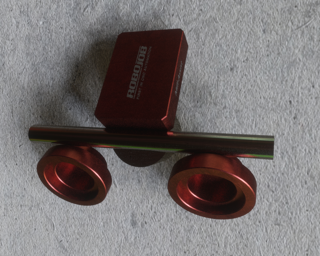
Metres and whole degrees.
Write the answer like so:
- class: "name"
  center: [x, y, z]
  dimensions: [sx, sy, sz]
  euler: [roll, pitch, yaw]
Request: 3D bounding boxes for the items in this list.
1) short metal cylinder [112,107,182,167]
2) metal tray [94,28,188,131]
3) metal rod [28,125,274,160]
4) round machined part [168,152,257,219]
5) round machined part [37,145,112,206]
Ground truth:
- class: "short metal cylinder"
  center: [-0.017, 0.008, 0.402]
  dimensions: [0.080, 0.050, 0.079]
  euler: [0, 90, 19]
- class: "metal tray"
  center: [-0.020, -0.062, 0.385]
  dimensions: [0.090, 0.030, 0.130]
  euler: [2, 65, 19]
- class: "metal rod"
  center: [-0.026, 0.014, 0.366]
  dimensions: [0.301, 0.025, 0.025]
  euler: [3, 91, 19]
- class: "round machined part"
  center: [0.061, 0.062, 0.360]
  dimensions: [0.098, 0.042, 0.097]
  euler: [10, 136, 11]
- class: "round machined part"
  center: [-0.111, 0.059, 0.422]
  dimensions: [0.098, 0.042, 0.097]
  euler: [9, 131, 11]
